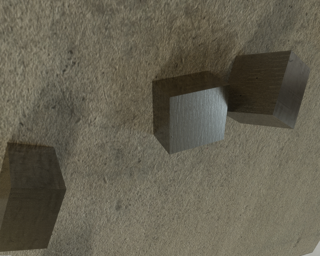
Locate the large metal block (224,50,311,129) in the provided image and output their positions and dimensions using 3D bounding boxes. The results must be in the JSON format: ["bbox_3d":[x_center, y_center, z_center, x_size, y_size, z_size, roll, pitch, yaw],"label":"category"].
[{"bbox_3d":[0.133,-0.048,0.397,0.050,0.080,0.080,24,81,-37],"label":"large metal block"}]

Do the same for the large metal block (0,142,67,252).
[{"bbox_3d":[-0.145,0.073,0.337,0.050,0.080,0.079,9,114,-33],"label":"large metal block"}]

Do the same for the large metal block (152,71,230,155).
[{"bbox_3d":[0.038,-0.021,0.398,0.081,0.050,0.079,-14,125,-20],"label":"large metal block"}]
